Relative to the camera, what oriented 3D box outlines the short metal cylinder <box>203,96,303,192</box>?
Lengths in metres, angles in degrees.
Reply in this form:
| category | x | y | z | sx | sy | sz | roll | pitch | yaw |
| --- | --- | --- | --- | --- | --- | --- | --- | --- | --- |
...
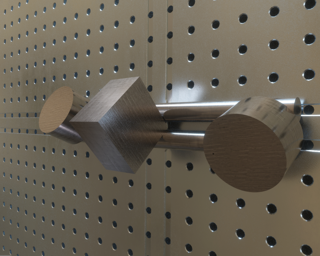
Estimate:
| category | x | y | z | sx | sy | sz | roll | pitch | yaw |
| --- | --- | --- | --- | --- | --- | --- | --- | --- | --- |
| short metal cylinder | 0.090 | 0.015 | 0.301 | 0.080 | 0.050 | 0.079 | 19 | 124 | 32 |

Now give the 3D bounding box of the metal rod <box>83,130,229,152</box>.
| category | x | y | z | sx | sy | sz | roll | pitch | yaw |
| --- | --- | --- | --- | --- | --- | --- | --- | --- | --- |
| metal rod | -0.040 | 0.014 | 0.441 | 0.300 | 0.025 | 0.025 | 1 | 91 | 40 |

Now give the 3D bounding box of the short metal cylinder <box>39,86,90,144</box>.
| category | x | y | z | sx | sy | sz | roll | pitch | yaw |
| --- | --- | --- | --- | --- | --- | --- | --- | --- | --- |
| short metal cylinder | -0.146 | -0.020 | 0.495 | 0.080 | 0.050 | 0.080 | -19 | 56 | 31 |

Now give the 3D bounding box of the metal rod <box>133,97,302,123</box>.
| category | x | y | z | sx | sy | sz | roll | pitch | yaw |
| --- | --- | --- | --- | --- | --- | --- | --- | --- | --- |
| metal rod | 0.017 | -0.020 | 0.394 | 0.300 | 0.025 | 0.025 | 1 | 91 | 40 |

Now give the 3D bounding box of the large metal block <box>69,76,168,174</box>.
| category | x | y | z | sx | sy | sz | roll | pitch | yaw |
| --- | --- | --- | --- | --- | --- | --- | --- | --- | --- |
| large metal block | -0.045 | -0.004 | 0.372 | 0.050 | 0.080 | 0.080 | 1 | 133 | 40 |
